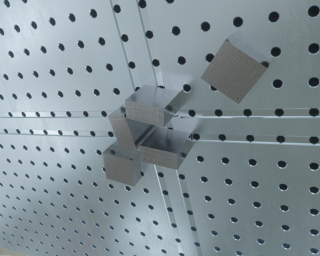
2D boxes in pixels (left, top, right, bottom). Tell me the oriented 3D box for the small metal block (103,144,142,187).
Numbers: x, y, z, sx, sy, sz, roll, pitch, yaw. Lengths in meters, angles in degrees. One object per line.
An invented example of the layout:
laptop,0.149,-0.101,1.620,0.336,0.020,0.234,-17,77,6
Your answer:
small metal block,-0.057,0.057,0.478,0.050,0.025,0.050,12,124,21

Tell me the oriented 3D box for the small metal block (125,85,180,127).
small metal block,-0.008,-0.029,0.382,0.050,0.050,0.025,14,124,21

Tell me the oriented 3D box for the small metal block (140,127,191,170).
small metal block,0.009,0.025,0.406,0.050,0.050,0.025,11,123,22

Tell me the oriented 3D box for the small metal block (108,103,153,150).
small metal block,-0.037,-0.005,0.412,0.025,0.050,0.050,-4,117,30

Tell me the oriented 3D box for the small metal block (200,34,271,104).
small metal block,0.080,-0.062,0.331,0.050,0.025,0.050,36,129,4
